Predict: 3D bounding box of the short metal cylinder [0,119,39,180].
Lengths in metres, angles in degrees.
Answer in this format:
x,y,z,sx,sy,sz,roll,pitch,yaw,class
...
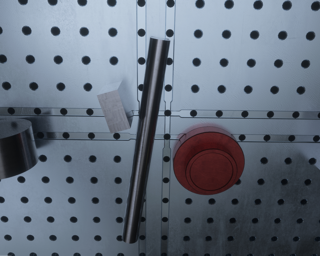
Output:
x,y,z,sx,sy,sz,roll,pitch,yaw,class
-0.200,0.024,0.390,0.081,0.080,0.050,-2,110,0,short metal cylinder

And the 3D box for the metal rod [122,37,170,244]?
x,y,z,sx,sy,sz,roll,pitch,yaw,class
-0.023,0.030,0.424,0.025,0.025,0.298,8,110,-4,metal rod

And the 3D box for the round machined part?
x,y,z,sx,sy,sz,roll,pitch,yaw,class
0.067,0.051,0.424,0.099,0.042,0.097,0,110,-1,round machined part

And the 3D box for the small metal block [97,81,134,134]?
x,y,z,sx,sy,sz,roll,pitch,yaw,class
-0.055,-0.027,0.389,0.025,0.050,0.050,-15,110,5,small metal block
